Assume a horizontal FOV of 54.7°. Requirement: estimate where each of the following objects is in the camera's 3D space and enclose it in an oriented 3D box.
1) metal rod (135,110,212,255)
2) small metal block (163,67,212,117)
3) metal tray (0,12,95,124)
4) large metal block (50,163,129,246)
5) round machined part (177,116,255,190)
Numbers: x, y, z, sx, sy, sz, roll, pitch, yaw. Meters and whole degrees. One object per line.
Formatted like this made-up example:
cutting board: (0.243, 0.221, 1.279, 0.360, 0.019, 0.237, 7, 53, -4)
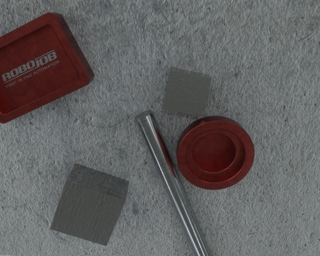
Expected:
metal rod: (0.033, 0.113, 0.451, 0.025, 0.025, 0.299, -20, 109, 7)
small metal block: (0.033, -0.046, 0.393, 0.050, 0.025, 0.050, 11, 110, -4)
metal tray: (-0.160, -0.071, 0.379, 0.130, 0.030, 0.090, -24, 109, 8)
large metal block: (-0.097, 0.107, 0.435, 0.080, 0.050, 0.079, 20, 109, -8)
round machined part: (0.071, 0.030, 0.412, 0.099, 0.042, 0.097, 0, 110, 0)
